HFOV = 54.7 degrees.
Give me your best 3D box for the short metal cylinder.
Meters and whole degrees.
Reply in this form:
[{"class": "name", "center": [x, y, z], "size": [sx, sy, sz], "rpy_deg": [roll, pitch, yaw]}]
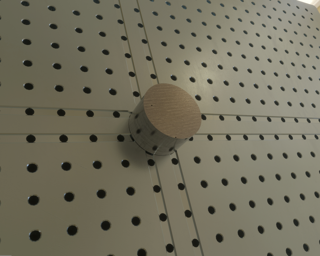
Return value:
[{"class": "short metal cylinder", "center": [0.006, -0.011, 0.403], "size": [0.081, 0.050, 0.080], "rpy_deg": [14, 56, -21]}]
